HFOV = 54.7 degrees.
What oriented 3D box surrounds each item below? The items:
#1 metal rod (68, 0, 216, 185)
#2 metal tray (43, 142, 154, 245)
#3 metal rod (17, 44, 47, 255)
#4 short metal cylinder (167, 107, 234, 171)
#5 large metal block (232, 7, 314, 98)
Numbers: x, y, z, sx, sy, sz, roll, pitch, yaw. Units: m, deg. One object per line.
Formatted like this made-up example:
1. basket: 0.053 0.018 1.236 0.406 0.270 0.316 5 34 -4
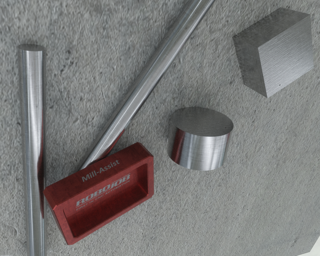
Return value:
1. metal rod: -0.023 -0.045 0.367 0.025 0.025 0.299 27 103 -38
2. metal tray: -0.069 0.082 0.392 0.131 0.030 0.089 -26 139 -26
3. metal rod: -0.146 0.054 0.361 0.025 0.025 0.298 -4 121 -27
4. short metal cylinder: 0.052 0.012 0.409 0.081 0.080 0.050 -9 122 -24
5. large metal block: 0.153 -0.101 0.414 0.080 0.050 0.080 -33 129 -7
